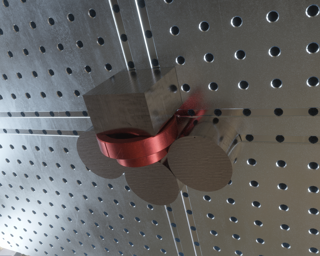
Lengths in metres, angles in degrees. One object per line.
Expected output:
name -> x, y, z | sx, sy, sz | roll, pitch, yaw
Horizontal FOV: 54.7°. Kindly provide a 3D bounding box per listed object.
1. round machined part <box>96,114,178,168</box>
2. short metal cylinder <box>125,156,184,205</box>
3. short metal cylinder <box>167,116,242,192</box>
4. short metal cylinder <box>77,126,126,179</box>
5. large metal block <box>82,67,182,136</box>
round machined part -> -0.026, 0.013, 0.383 | 0.098, 0.098, 0.042 | 2, 119, 27
short metal cylinder -> -0.002, 0.061, 0.434 | 0.080, 0.050, 0.079 | 13, 124, 21
short metal cylinder -> 0.056, 0.032, 0.386 | 0.080, 0.050, 0.079 | 13, 124, 21
short metal cylinder -> -0.072, 0.027, 0.450 | 0.080, 0.050, 0.079 | 13, 124, 21
large metal block -> -0.029, -0.033, 0.370 | 0.080, 0.080, 0.050 | 1, 119, 28
